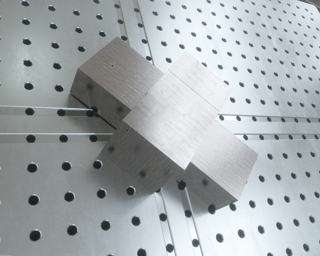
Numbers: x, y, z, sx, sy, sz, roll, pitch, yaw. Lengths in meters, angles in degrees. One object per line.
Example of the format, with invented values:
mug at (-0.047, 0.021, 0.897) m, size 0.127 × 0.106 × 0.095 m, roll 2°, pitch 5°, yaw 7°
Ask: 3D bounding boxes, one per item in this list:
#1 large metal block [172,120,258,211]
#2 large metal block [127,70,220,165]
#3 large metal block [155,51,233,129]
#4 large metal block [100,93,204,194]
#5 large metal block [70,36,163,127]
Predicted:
large metal block at (0.070, 0.046, 0.403) m, size 0.080 × 0.050 × 0.080 m, roll 39°, pitch 52°, yaw -2°
large metal block at (0.012, -0.011, 0.388) m, size 0.080 × 0.080 × 0.050 m, roll 39°, pitch 51°, yaw -2°
large metal block at (0.036, -0.042, 0.420) m, size 0.080 × 0.080 × 0.050 m, roll 39°, pitch 51°, yaw -2°
large metal block at (-0.011, 0.021, 0.356) m, size 0.080 × 0.080 × 0.050 m, roll 39°, pitch 51°, yaw -2°
large metal block at (-0.053, -0.057, 0.396) m, size 0.080 × 0.050 × 0.080 m, roll 38°, pitch 52°, yaw -3°
